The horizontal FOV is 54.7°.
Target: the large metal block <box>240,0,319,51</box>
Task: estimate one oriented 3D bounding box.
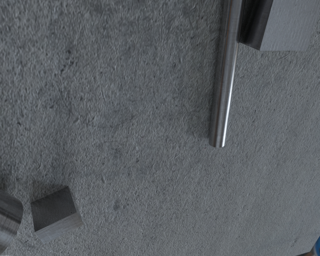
[{"bbox_3d":[0.149,-0.143,0.386,0.081,0.050,0.079,-7,122,-25],"label":"large metal block"}]

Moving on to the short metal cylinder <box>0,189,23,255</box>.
[{"bbox_3d":[-0.195,0.099,0.326,0.080,0.080,0.050,-39,130,-2],"label":"short metal cylinder"}]

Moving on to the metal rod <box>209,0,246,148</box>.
[{"bbox_3d":[0.087,-0.104,0.391,0.025,0.025,0.298,-14,124,-21],"label":"metal rod"}]

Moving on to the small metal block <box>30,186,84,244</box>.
[{"bbox_3d":[-0.129,0.107,0.387,0.050,0.050,0.025,-24,127,-14],"label":"small metal block"}]
